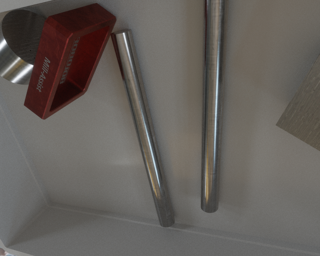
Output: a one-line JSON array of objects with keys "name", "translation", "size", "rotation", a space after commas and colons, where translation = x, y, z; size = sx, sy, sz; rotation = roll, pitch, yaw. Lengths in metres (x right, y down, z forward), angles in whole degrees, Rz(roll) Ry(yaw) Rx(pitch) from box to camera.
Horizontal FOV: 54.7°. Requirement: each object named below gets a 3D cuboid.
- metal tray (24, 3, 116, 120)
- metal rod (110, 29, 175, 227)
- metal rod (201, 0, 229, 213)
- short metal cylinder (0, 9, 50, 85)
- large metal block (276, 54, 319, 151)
[{"name": "metal tray", "translation": [-0.109, -0.079, 0.373], "size": [0.030, 0.090, 0.129], "rotation": [37, 129, 3]}, {"name": "metal rod", "translation": [-0.017, 0.018, 0.427], "size": [0.025, 0.025, 0.298], "rotation": [2, 120, 27]}, {"name": "metal rod", "translation": [0.062, -0.017, 0.364], "size": [0.025, 0.025, 0.298], "rotation": [10, 123, 22]}, {"name": "short metal cylinder", "translation": [-0.173, -0.103, 0.399], "size": [0.050, 0.080, 0.080], "rotation": [-25, 105, 36]}, {"name": "large metal block", "translation": [0.168, -0.021, 0.280], "size": [0.080, 0.050, 0.079], "rotation": [35, 130, 22]}]
